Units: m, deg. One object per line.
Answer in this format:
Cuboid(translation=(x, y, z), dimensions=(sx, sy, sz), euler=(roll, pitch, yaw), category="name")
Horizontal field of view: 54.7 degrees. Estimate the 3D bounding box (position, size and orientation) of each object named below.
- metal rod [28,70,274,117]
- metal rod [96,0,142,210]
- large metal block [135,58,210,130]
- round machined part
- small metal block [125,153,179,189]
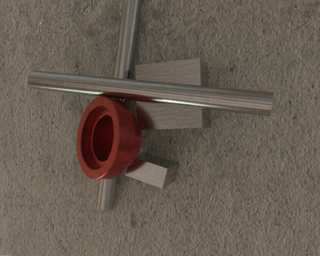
Cuboid(translation=(-0.027, -0.044, 0.364), dimensions=(0.301, 0.025, 0.025), euler=(8, 93, 19), category="metal rod")
Cuboid(translation=(-0.056, -0.036, 0.427), dimensions=(0.025, 0.025, 0.298), euler=(9, 93, 19), category="metal rod")
Cuboid(translation=(0.018, -0.039, 0.389), dimensions=(0.080, 0.050, 0.079), euler=(-2, 89, 19), category="large metal block")
Cuboid(translation=(-0.060, 0.013, 0.378), dimensions=(0.098, 0.042, 0.097), euler=(-10, 76, 47), category="round machined part")
Cuboid(translation=(-0.009, 0.053, 0.398), dimensions=(0.050, 0.050, 0.025), euler=(16, 96, 19), category="small metal block")
